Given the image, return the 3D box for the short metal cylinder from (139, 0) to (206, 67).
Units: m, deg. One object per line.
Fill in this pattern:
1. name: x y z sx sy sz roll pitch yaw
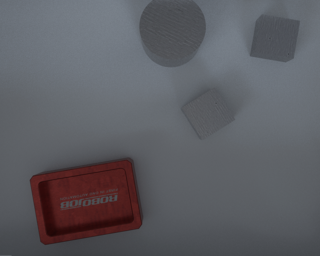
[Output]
1. short metal cylinder: 0.015 -0.123 0.399 0.081 0.050 0.079 0 90 -1

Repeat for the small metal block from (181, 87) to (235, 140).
1. small metal block: 0.063 -0.019 0.412 0.050 0.025 0.050 -32 90 -1

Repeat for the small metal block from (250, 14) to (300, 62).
1. small metal block: 0.153 -0.119 0.413 0.050 0.025 0.050 10 90 -1

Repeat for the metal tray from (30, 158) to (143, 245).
1. metal tray: -0.094 0.094 0.407 0.131 0.030 0.089 -10 90 -1
